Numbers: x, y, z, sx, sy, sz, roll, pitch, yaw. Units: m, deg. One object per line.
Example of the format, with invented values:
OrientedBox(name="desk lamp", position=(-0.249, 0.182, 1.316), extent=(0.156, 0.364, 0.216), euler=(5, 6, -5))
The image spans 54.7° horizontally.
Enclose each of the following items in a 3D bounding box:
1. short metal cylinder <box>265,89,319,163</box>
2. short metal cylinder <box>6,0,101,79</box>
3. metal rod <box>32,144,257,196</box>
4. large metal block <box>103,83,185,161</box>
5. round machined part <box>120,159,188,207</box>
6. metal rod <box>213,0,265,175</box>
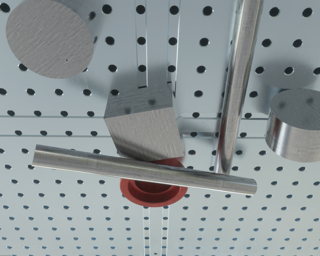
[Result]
OrientedBox(name="short metal cylinder", position=(0.171, -0.005, 0.373), extent=(0.080, 0.080, 0.050), euler=(-4, 130, 3))
OrientedBox(name="short metal cylinder", position=(-0.103, -0.097, 0.312), extent=(0.081, 0.050, 0.079), euler=(0, 130, 0))
OrientedBox(name="metal rod", position=(-0.003, 0.059, 0.400), extent=(0.302, 0.025, 0.025), euler=(12, 130, -22))
OrientedBox(name="large metal block", position=(-0.017, -0.004, 0.392), extent=(0.080, 0.050, 0.080), euler=(-9, 130, 8))
OrientedBox(name="round machined part", position=(-0.009, 0.072, 0.462), extent=(0.099, 0.042, 0.097), euler=(0, 130, 0))
OrientedBox(name="metal rod", position=(0.092, -0.032, 0.384), extent=(0.025, 0.025, 0.298), euler=(-1, 130, 0))
